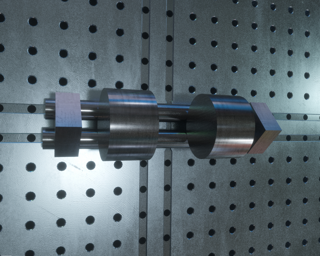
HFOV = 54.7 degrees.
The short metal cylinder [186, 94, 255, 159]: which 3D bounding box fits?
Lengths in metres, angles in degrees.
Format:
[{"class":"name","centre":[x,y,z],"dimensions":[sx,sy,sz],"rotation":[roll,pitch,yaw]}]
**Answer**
[{"class":"short metal cylinder","centre":[0.073,-0.002,0.387],"dimensions":[0.050,0.080,0.079],"rotation":[1,90,-20]}]

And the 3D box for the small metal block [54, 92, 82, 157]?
[{"class":"small metal block","centre":[-0.101,-0.003,0.338],"dimensions":[0.025,0.050,0.050],"rotation":[1,48,-20]}]

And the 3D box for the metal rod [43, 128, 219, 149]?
[{"class":"metal rod","centre":[0.005,0.015,0.414],"dimensions":[0.302,0.025,0.025],"rotation":[1,90,-20]}]

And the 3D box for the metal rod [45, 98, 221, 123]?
[{"class":"metal rod","centre":[0.008,-0.020,0.415],"dimensions":[0.302,0.025,0.025],"rotation":[1,90,-20]}]

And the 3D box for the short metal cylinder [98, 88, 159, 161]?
[{"class":"short metal cylinder","centre":[-0.038,-0.003,0.346],"dimensions":[0.050,0.080,0.079],"rotation":[1,90,-20]}]

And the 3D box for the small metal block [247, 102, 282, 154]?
[{"class":"small metal block","centre":[0.132,0.000,0.424],"dimensions":[0.025,0.050,0.050],"rotation":[1,49,-20]}]
